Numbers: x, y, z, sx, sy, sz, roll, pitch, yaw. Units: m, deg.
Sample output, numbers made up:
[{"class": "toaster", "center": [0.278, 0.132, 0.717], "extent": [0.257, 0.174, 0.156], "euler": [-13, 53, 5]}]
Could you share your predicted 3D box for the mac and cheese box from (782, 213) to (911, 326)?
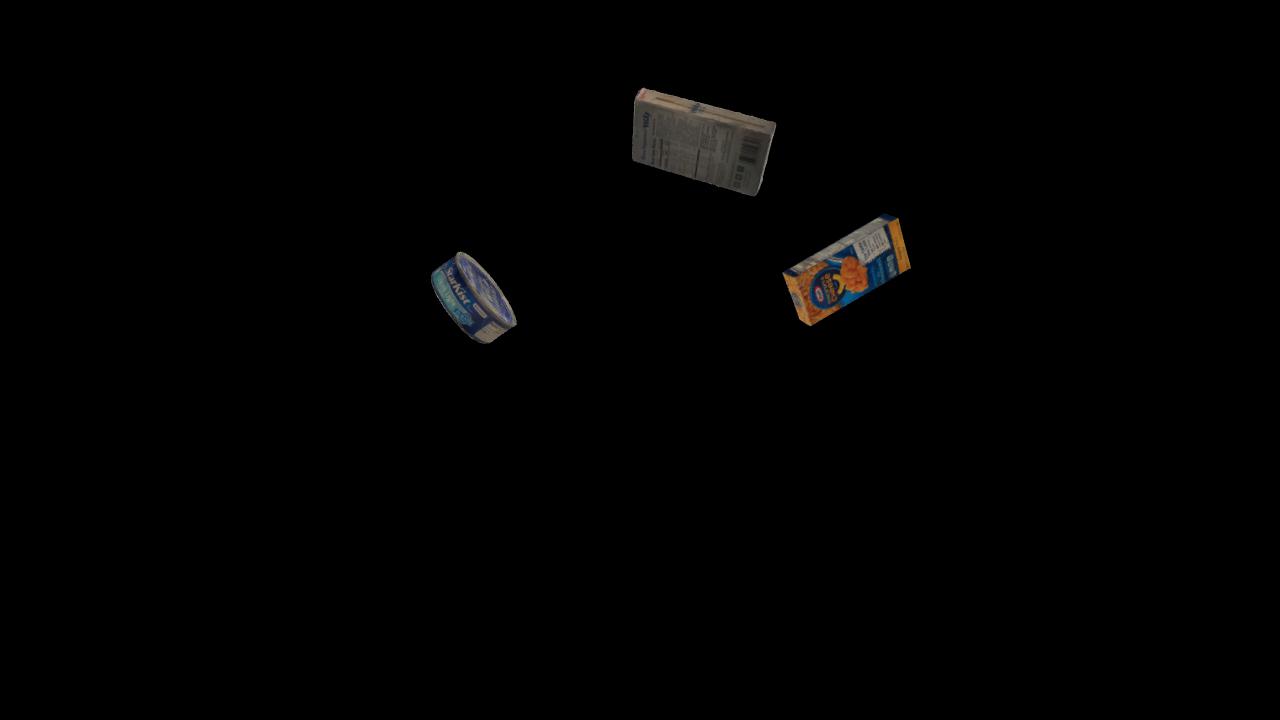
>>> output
[{"class": "mac and cheese box", "center": [0.316, -0.137, 0.936], "extent": [0.184, 0.093, 0.041], "euler": [-31, 30, -3]}]

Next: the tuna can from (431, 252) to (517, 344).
[{"class": "tuna can", "center": [-0.153, -0.057, 0.569], "extent": [0.034, 0.084, 0.084], "euler": [-34, -4, 5]}]

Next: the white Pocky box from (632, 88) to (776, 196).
[{"class": "white Pocky box", "center": [0.067, -0.241, 0.685], "extent": [0.154, 0.028, 0.084], "euler": [19, -33, 10]}]
